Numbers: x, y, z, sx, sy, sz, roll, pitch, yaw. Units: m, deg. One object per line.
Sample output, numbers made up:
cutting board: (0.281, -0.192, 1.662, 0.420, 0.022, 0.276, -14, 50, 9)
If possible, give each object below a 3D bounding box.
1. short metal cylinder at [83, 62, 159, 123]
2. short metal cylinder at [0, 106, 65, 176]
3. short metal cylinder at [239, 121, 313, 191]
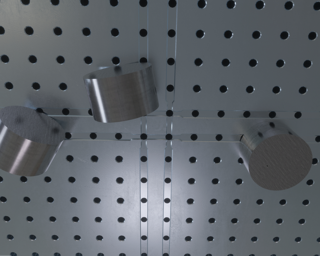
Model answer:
short metal cylinder: (-0.045, -0.044, 0.367, 0.080, 0.080, 0.050, -9, 110, 3)
short metal cylinder: (-0.168, 0.015, 0.388, 0.080, 0.080, 0.050, 30, 107, -11)
short metal cylinder: (0.152, 0.036, 0.415, 0.081, 0.050, 0.079, 0, 110, 0)
